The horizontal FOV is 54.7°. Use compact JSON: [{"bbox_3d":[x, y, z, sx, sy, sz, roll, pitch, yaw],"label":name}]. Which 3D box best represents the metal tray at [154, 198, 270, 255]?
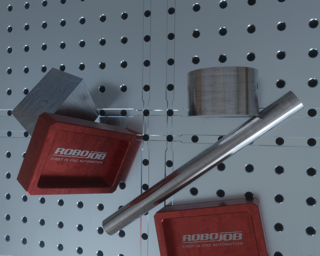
[{"bbox_3d":[0.064,0.141,0.387,0.130,0.030,0.089,-11,86,19],"label":"metal tray"}]

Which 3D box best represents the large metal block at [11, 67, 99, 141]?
[{"bbox_3d":[-0.134,-0.019,0.414,0.050,0.080,0.080,22,62,19],"label":"large metal block"}]

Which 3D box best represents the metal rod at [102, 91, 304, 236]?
[{"bbox_3d":[0.043,0.054,0.397,0.300,0.025,0.025,-37,78,16],"label":"metal rod"}]

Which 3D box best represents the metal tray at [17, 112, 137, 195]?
[{"bbox_3d":[-0.098,0.037,0.390,0.030,0.131,0.089,29,100,40],"label":"metal tray"}]

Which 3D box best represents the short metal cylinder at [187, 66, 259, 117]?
[{"bbox_3d":[0.072,-0.039,0.358,0.080,0.080,0.050,-1,90,20],"label":"short metal cylinder"}]
